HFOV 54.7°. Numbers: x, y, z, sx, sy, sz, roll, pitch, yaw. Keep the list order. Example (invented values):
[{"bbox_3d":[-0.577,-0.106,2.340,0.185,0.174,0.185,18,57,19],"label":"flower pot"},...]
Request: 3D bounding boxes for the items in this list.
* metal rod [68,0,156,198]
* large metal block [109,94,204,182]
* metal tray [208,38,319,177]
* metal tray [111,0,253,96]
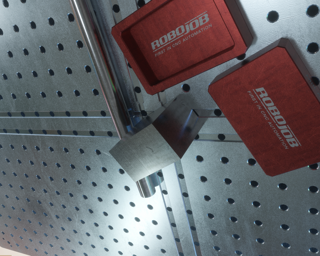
[{"bbox_3d":[-0.059,-0.030,0.423,0.025,0.025,0.298,-3,117,29],"label":"metal rod"},{"bbox_3d":[-0.003,0.012,0.385,0.080,0.080,0.050,-32,101,38],"label":"large metal block"},{"bbox_3d":[0.125,-0.017,0.332,0.090,0.030,0.130,-29,103,37],"label":"metal tray"},{"bbox_3d":[0.020,-0.099,0.335,0.130,0.030,0.090,-20,108,35],"label":"metal tray"}]
